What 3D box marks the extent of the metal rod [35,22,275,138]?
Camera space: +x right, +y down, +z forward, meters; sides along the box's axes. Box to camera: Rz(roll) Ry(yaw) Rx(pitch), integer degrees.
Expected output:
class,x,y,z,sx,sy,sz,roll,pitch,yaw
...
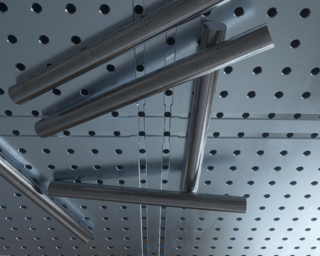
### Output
class,x,y,z,sx,sy,sz,roll,pitch,yaw
metal rod,-0.026,-0.043,0.353,0.300,0.025,0.025,-19,128,23

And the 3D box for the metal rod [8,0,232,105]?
class,x,y,z,sx,sy,sz,roll,pitch,yaw
metal rod,-0.040,-0.093,0.331,0.300,0.025,0.025,-22,127,17

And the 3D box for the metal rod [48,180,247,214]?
class,x,y,z,sx,sy,sz,roll,pitch,yaw
metal rod,-0.022,0.106,0.478,0.302,0.025,0.025,4,130,5

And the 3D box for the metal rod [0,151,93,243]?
class,x,y,z,sx,sy,sz,roll,pitch,yaw
metal rod,-0.202,0.102,0.495,0.025,0.025,0.299,-20,128,16

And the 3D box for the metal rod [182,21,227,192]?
class,x,y,z,sx,sy,sz,roll,pitch,yaw
metal rod,0.052,0.007,0.418,0.025,0.025,0.298,1,130,-2
